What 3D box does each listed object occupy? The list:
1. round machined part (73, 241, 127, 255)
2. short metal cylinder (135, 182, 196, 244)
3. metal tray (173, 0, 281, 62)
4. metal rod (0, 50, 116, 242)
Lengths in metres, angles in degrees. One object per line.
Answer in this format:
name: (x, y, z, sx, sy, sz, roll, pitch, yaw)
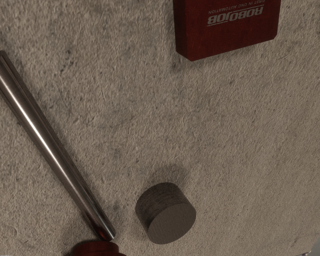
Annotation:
round machined part: (-0.094, 0.200, 0.455, 0.099, 0.042, 0.097, -7, 139, -6)
short metal cylinder: (0.009, 0.131, 0.479, 0.081, 0.050, 0.079, -14, 125, -21)
metal tray: (0.081, -0.139, 0.364, 0.131, 0.030, 0.089, -19, 126, -18)
metal rod: (-0.116, 0.048, 0.373, 0.025, 0.025, 0.299, -28, 128, -11)
